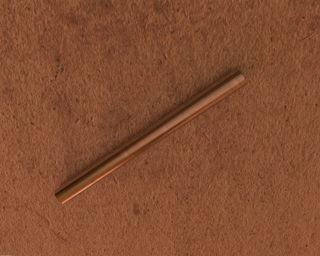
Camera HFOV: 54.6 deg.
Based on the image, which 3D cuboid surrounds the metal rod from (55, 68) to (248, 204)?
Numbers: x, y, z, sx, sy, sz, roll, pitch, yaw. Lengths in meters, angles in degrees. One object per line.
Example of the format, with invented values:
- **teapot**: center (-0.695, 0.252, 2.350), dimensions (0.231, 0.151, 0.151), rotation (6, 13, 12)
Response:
- **metal rod**: center (-0.020, 0.016, 0.417), dimensions (0.300, 0.025, 0.025), rotation (-34, 107, 11)
